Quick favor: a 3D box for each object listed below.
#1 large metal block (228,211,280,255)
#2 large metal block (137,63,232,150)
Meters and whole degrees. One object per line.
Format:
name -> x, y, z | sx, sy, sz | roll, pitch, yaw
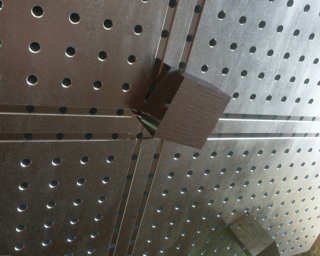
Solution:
large metal block -> 0.191, 0.231, 0.627 | 0.050, 0.080, 0.080 | -34, 129, -6
large metal block -> 0.031, -0.026, 0.398 | 0.081, 0.050, 0.080 | 16, 110, -35
